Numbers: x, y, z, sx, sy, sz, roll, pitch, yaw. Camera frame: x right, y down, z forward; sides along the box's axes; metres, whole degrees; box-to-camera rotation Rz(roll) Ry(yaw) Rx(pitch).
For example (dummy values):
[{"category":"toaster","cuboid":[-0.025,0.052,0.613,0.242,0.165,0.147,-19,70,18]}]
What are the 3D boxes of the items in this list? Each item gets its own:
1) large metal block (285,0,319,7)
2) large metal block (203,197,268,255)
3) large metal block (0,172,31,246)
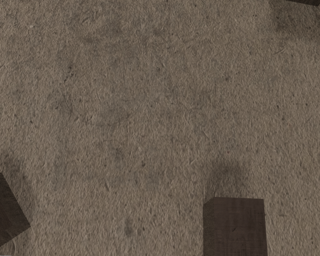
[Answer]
[{"category":"large metal block","cuboid":[0.220,-0.240,0.469,0.080,0.080,0.050,13,71,4]},{"category":"large metal block","cuboid":[0.078,0.121,0.336,0.050,0.080,0.080,2,70,0]},{"category":"large metal block","cuboid":[-0.213,0.102,0.355,0.080,0.050,0.080,-33,74,-12]}]
